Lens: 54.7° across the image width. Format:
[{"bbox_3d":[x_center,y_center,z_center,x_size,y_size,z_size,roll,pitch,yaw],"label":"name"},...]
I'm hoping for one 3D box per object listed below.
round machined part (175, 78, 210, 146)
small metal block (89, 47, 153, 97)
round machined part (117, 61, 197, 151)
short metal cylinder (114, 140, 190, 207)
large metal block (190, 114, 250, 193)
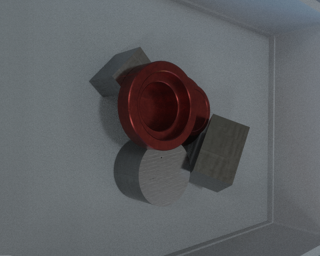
[{"bbox_3d":[0.030,-0.024,0.418,0.099,0.042,0.097,0,90,-40],"label":"round machined part"},{"bbox_3d":[-0.044,-0.063,0.352,0.025,0.050,0.050,52,60,-28],"label":"small metal block"},{"bbox_3d":[-0.007,-0.024,0.351,0.099,0.042,0.097,0,90,-40],"label":"round machined part"},{"bbox_3d":[-0.009,0.052,0.383,0.081,0.050,0.079,0,90,-40],"label":"short metal cylinder"},{"bbox_3d":[0.076,0.038,0.426,0.050,0.080,0.080,21,72,4],"label":"large metal block"}]
